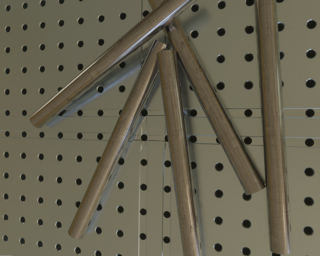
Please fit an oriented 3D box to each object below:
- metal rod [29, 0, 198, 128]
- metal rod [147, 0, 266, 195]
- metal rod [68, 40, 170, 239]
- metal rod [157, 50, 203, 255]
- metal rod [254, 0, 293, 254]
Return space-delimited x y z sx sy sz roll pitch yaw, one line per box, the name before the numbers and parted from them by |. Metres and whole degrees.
metal rod | -0.075 -0.087 0.421 0.300 0.025 0.025 -34 79 22
metal rod | 0.051 -0.058 0.393 0.025 0.025 0.299 -28 81 17
metal rod | -0.060 0.022 0.432 0.025 0.025 0.298 28 99 17
metal rod | 0.028 0.052 0.393 0.025 0.025 0.298 -7 91 19
metal rod | 0.133 -0.006 0.365 0.025 0.025 0.298 -4 89 19
